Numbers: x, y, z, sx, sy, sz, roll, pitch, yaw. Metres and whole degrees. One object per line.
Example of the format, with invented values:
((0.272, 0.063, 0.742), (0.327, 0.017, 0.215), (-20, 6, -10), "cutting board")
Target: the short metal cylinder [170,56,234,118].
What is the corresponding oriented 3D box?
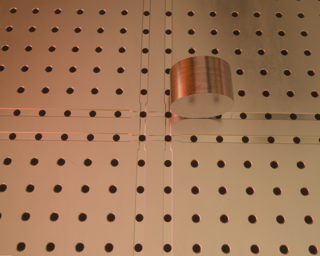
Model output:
((0.053, -0.050, 0.402), (0.081, 0.080, 0.050), (-1, 70, -1), "short metal cylinder")
